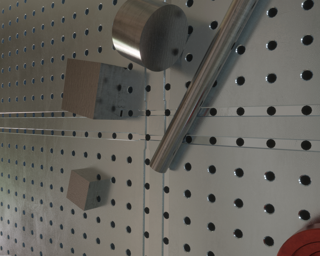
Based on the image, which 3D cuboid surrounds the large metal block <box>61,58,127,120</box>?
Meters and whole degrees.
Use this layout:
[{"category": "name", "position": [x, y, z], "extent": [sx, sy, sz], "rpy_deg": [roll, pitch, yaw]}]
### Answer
[{"category": "large metal block", "position": [-0.102, -0.060, 0.474], "extent": [0.080, 0.050, 0.079], "rpy_deg": [16, 100, 38]}]

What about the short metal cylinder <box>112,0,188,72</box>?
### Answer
[{"category": "short metal cylinder", "position": [-0.011, -0.116, 0.381], "extent": [0.050, 0.081, 0.079], "rpy_deg": [33, 110, 35]}]

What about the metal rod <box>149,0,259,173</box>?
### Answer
[{"category": "metal rod", "position": [0.060, -0.073, 0.358], "extent": [0.025, 0.025, 0.298], "rpy_deg": [40, 114, 32]}]

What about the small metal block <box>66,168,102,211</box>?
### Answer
[{"category": "small metal block", "position": [-0.125, 0.100, 0.510], "extent": [0.050, 0.025, 0.050], "rpy_deg": [22, 104, 37]}]

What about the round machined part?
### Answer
[{"category": "round machined part", "position": [0.156, 0.132, 0.269], "extent": [0.098, 0.042, 0.097], "rpy_deg": [0, 90, 39]}]
